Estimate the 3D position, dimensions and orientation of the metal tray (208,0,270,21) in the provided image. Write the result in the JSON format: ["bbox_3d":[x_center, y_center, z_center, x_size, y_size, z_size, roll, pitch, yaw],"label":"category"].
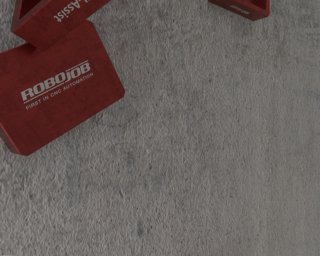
[{"bbox_3d":[0.133,-0.240,0.511,0.131,0.030,0.089,2,89,-40],"label":"metal tray"}]

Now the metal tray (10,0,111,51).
[{"bbox_3d":[-0.068,-0.133,0.259,0.030,0.130,0.090,32,42,-47],"label":"metal tray"}]

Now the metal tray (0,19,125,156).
[{"bbox_3d":[-0.107,-0.043,0.311,0.131,0.030,0.090,-37,113,-34],"label":"metal tray"}]
